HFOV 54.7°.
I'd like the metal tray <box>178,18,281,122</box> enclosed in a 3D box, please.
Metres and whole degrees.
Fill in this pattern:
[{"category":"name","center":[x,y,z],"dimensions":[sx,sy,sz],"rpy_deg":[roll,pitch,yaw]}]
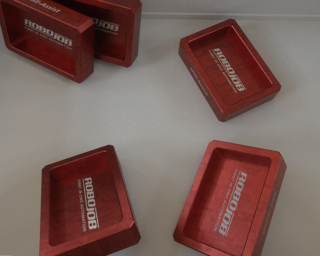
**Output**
[{"category":"metal tray","center":[0.095,-0.084,0.437],"dimensions":[0.090,0.030,0.130],"rpy_deg":[-25,72,-9]}]

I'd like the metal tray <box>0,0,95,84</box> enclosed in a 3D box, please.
[{"category":"metal tray","center":[-0.152,-0.125,0.417],"dimensions":[0.130,0.089,0.030],"rpy_deg":[26,50,9]}]

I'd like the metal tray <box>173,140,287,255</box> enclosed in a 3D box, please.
[{"category":"metal tray","center":[0.080,0.083,0.354],"dimensions":[0.090,0.030,0.130],"rpy_deg":[10,67,37]}]

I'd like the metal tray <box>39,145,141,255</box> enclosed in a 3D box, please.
[{"category":"metal tray","center":[-0.081,0.080,0.341],"dimensions":[0.091,0.030,0.130],"rpy_deg":[-18,38,-7]}]

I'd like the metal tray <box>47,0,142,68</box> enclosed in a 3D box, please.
[{"category":"metal tray","center":[-0.094,-0.143,0.424],"dimensions":[0.131,0.089,0.030],"rpy_deg":[17,48,6]}]
